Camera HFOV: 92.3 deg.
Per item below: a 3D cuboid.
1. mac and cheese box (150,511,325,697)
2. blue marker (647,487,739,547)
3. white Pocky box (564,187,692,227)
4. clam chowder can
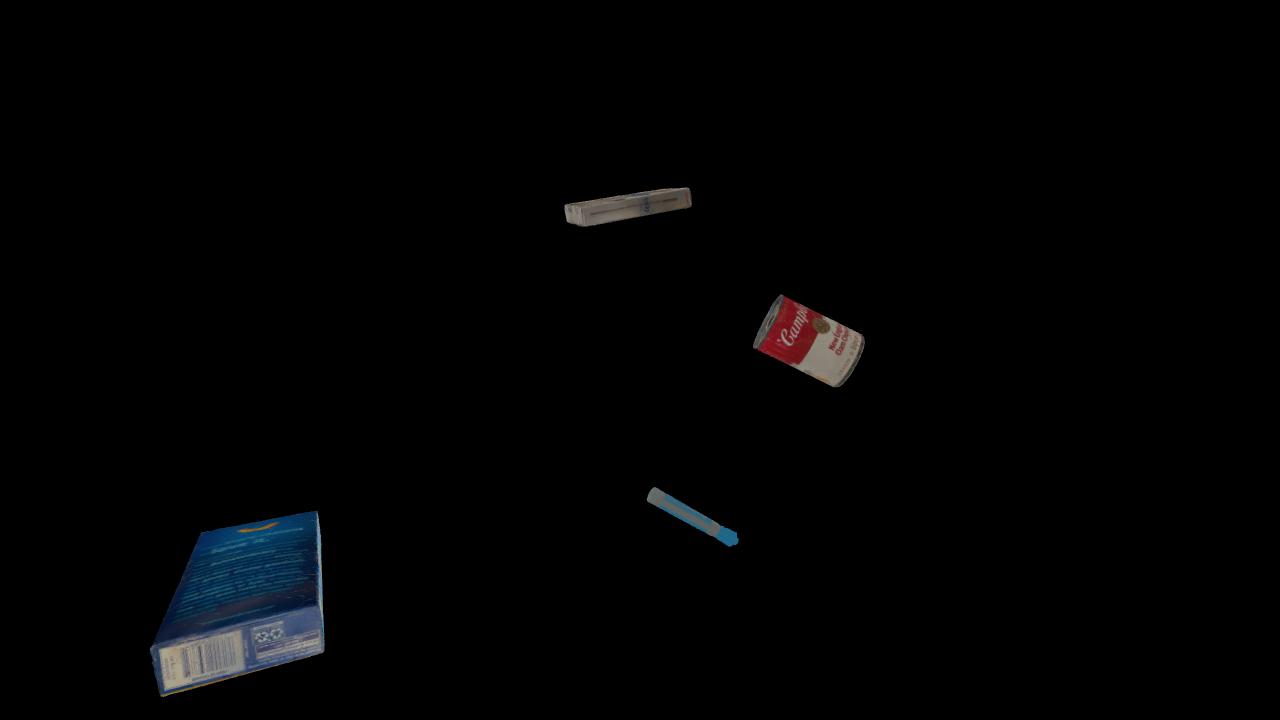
[{"bbox_3d":[-0.293,0.171,0.468,0.093,0.041,0.184,-8,11,-26],"label":"mac and cheese box"},{"bbox_3d":[0.064,0.185,0.719,0.121,0.020,0.020,31,-5,-9],"label":"blue marker"},{"bbox_3d":[-0.017,-0.206,0.825,0.154,0.028,0.084,-15,19,-19],"label":"white Pocky box"},{"bbox_3d":[0.186,-0.020,0.683,0.102,0.068,0.068,27,1,1],"label":"clam chowder can"}]
